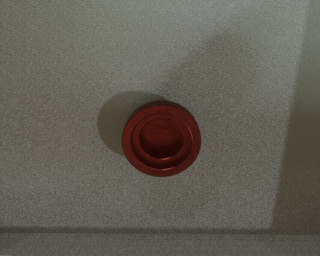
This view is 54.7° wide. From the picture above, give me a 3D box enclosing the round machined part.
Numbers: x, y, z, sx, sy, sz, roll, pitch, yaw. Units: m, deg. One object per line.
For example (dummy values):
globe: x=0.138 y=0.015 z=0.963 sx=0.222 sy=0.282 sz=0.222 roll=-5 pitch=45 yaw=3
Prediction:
round machined part: x=0.002 y=0.011 z=0.402 sx=0.099 sy=0.042 sz=0.097 roll=0 pitch=110 yaw=-1
